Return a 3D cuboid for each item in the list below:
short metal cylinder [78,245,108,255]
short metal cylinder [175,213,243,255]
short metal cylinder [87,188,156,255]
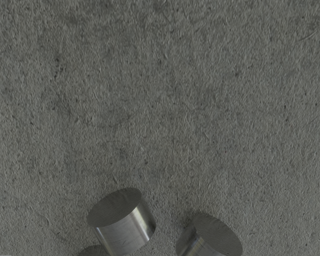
[{"bbox_3d":[-0.096,0.231,0.481,0.081,0.050,0.079,0,110,0],"label":"short metal cylinder"},{"bbox_3d":[0.070,0.170,0.443,0.080,0.080,0.050,27,108,-10],"label":"short metal cylinder"},{"bbox_3d":[-0.052,0.127,0.427,0.080,0.080,0.050,-21,109,7],"label":"short metal cylinder"}]
